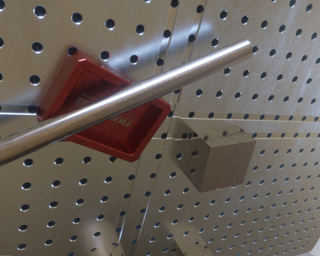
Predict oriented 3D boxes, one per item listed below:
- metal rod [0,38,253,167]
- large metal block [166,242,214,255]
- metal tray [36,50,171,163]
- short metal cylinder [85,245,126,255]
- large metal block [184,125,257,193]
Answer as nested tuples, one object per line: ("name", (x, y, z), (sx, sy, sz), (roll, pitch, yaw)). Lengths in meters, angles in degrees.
("metal rod", (-0.031, -0.033, 0.333), (0.302, 0.025, 0.025), (-25, 128, -13))
("large metal block", (0.051, 0.267, 0.588), (0.080, 0.050, 0.080), (19, 108, -36))
("metal tray", (-0.061, -0.019, 0.362), (0.131, 0.030, 0.090), (26, 104, -37))
("short metal cylinder", (-0.086, 0.235, 0.494), (0.081, 0.050, 0.079), (-14, 124, -21))
("large metal block", (0.089, 0.045, 0.471), (0.081, 0.050, 0.079), (-6, 121, -25))
